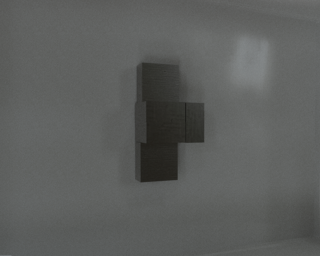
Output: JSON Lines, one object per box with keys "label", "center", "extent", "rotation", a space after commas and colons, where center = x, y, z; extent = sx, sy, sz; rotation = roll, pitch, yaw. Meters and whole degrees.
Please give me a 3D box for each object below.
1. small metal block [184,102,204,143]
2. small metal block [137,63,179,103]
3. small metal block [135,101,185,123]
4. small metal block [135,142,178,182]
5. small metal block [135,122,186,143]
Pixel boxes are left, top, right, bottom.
{"label": "small metal block", "center": [0.035, -0.007, 0.408], "extent": [0.025, 0.050, 0.050], "rotation": [0, 90, -20]}
{"label": "small metal block", "center": [-0.003, -0.057, 0.407], "extent": [0.050, 0.025, 0.050], "rotation": [0, 90, -20]}
{"label": "small metal block", "center": [-0.001, -0.019, 0.395], "extent": [0.050, 0.050, 0.025], "rotation": [0, 90, -20]}
{"label": "small metal block", "center": [-0.005, 0.043, 0.407], "extent": [0.050, 0.025, 0.050], "rotation": [0, 90, -20]}
{"label": "small metal block", "center": [-0.001, 0.005, 0.395], "extent": [0.050, 0.050, 0.025], "rotation": [0, 90, -20]}
